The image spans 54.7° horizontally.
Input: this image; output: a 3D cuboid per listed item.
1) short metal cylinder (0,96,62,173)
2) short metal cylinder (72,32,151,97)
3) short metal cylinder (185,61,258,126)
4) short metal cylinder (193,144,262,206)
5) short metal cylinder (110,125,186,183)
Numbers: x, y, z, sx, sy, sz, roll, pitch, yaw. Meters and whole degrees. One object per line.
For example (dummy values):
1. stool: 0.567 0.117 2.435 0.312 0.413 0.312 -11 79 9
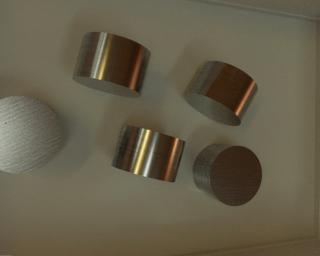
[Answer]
1. short metal cylinder: -0.152 0.007 0.341 0.081 0.050 0.080 0 90 -20
2. short metal cylinder: -0.055 -0.071 0.361 0.081 0.080 0.050 14 85 -20
3. short metal cylinder: 0.081 -0.044 0.411 0.080 0.080 0.050 33 79 -17
4. short metal cylinder: 0.093 0.063 0.431 0.081 0.050 0.080 0 90 -20
5. short metal cylinder: -0.014 0.031 0.376 0.081 0.080 0.050 17 85 -19
